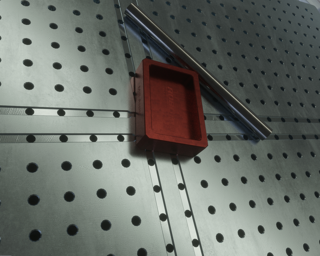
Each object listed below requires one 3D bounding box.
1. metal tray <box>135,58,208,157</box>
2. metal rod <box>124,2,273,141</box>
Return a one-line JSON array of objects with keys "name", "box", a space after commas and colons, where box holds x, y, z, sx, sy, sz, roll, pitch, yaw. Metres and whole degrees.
[{"name": "metal tray", "box": [0.014, -0.030, 0.431, 0.091, 0.030, 0.130, 11, 57, -23]}, {"name": "metal rod", "box": [0.061, -0.091, 0.498, 0.300, 0.025, 0.025, 43, 51, 1]}]
